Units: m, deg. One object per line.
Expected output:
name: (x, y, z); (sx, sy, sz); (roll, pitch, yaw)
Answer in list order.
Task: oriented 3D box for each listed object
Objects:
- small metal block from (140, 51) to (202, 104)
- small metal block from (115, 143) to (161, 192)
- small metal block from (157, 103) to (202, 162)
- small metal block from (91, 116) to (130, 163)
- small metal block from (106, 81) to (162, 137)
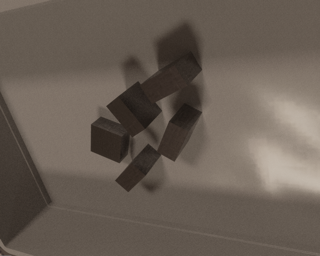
small metal block: (0.013, -0.057, 0.349); (0.050, 0.050, 0.025); (-24, 106, 36)
small metal block: (-0.031, 0.057, 0.442); (0.025, 0.050, 0.050); (42, 129, -1)
small metal block: (0.024, 0.005, 0.382); (0.025, 0.050, 0.050); (29, 128, 10)
small metal block: (-0.073, 0.017, 0.456); (0.050, 0.025, 0.050); (20, 126, 15)
small metal block: (-0.031, -0.025, 0.392); (0.025, 0.050, 0.050); (-33, 101, 38)
